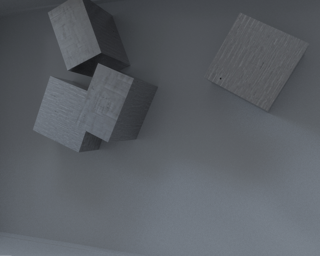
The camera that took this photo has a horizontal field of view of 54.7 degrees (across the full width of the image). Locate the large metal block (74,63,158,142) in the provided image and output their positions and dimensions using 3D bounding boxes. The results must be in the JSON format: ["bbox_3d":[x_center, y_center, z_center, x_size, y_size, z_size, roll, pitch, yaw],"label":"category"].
[{"bbox_3d":[-0.053,-0.030,0.399,0.050,0.080,0.080,26,98,17],"label":"large metal block"}]

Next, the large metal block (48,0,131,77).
[{"bbox_3d":[-0.091,-0.116,0.412,0.050,0.080,0.080,-23,83,18],"label":"large metal block"}]

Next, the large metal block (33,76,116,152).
[{"bbox_3d":[-0.120,-0.020,0.438,0.080,0.050,0.080,23,97,18],"label":"large metal block"}]

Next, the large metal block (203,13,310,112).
[{"bbox_3d":[0.110,-0.072,0.358,0.080,0.050,0.080,32,100,17],"label":"large metal block"}]
